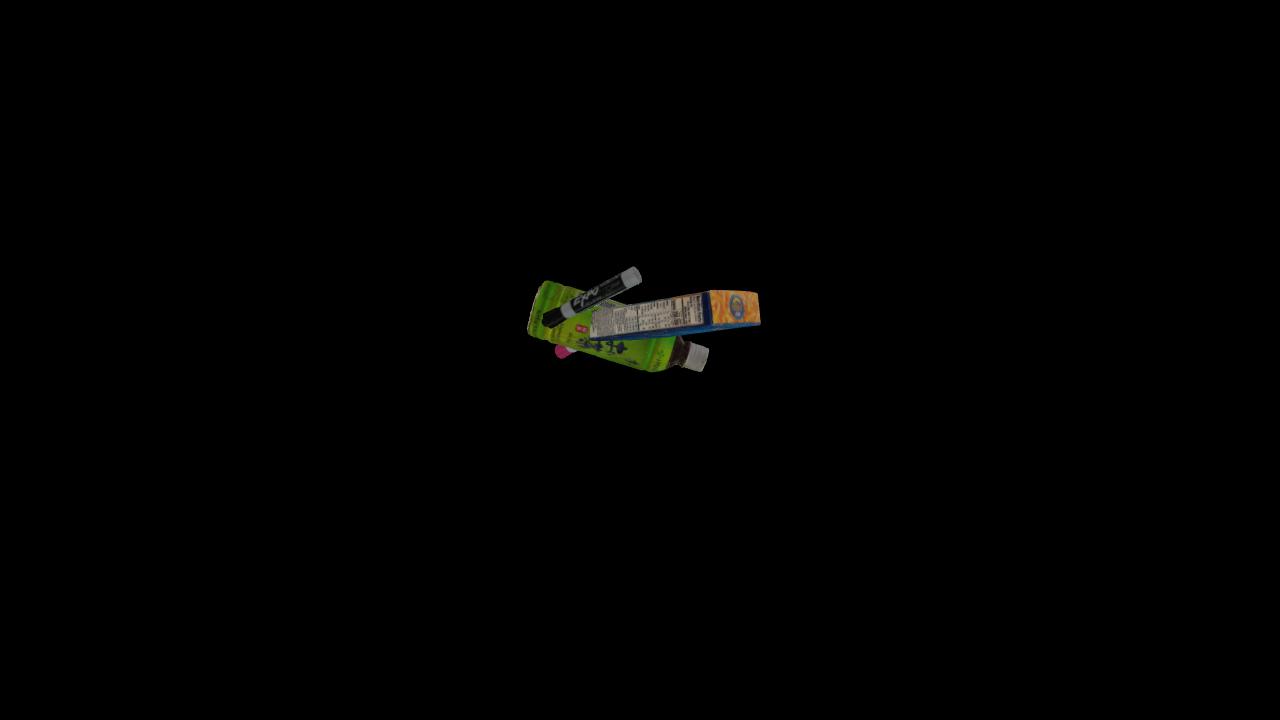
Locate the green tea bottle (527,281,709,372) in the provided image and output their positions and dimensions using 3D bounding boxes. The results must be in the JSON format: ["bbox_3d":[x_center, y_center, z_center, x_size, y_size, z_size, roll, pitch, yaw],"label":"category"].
[{"bbox_3d":[-0.023,-0.032,0.726,0.212,0.073,0.073,16,-1,-2],"label":"green tea bottle"}]

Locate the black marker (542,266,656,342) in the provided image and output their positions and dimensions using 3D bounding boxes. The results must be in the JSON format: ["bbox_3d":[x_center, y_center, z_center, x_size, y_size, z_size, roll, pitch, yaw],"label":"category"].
[{"bbox_3d":[-0.054,-0.064,0.649,0.121,0.020,0.020,-25,-9,21],"label":"black marker"}]

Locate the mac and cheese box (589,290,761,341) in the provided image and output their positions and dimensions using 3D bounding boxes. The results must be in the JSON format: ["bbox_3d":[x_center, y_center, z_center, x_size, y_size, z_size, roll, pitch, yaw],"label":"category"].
[{"bbox_3d":[0.029,-0.046,0.678,0.184,0.041,0.093,-5,-2,41],"label":"mac and cheese box"}]

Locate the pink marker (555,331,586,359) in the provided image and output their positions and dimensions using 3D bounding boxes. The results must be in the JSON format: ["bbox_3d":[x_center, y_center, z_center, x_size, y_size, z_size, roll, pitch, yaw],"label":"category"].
[{"bbox_3d":[-0.065,-0.025,0.739,0.020,0.020,0.121,0,-15,-42],"label":"pink marker"}]
